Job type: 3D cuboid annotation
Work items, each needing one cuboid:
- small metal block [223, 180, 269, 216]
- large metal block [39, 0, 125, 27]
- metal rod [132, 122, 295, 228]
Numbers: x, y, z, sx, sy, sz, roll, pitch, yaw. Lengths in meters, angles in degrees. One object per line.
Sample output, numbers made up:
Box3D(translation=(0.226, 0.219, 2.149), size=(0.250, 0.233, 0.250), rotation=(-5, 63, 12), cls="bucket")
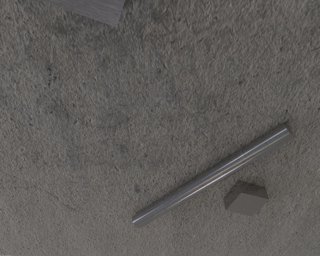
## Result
Box3D(translation=(0.140, 0.116, 0.508), size=(0.050, 0.025, 0.050), rotation=(16, 128, -14), cls="small metal block")
Box3D(translation=(-0.062, -0.146, 0.266), size=(0.081, 0.050, 0.079), rotation=(16, 128, -14), cls="large metal block")
Box3D(translation=(0.066, 0.084, 0.479), size=(0.299, 0.025, 0.025), rotation=(-37, 121, 27), cls="metal rod")
